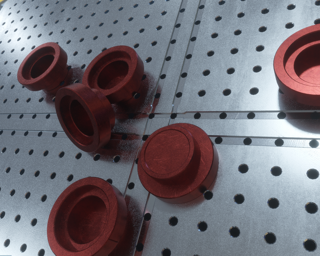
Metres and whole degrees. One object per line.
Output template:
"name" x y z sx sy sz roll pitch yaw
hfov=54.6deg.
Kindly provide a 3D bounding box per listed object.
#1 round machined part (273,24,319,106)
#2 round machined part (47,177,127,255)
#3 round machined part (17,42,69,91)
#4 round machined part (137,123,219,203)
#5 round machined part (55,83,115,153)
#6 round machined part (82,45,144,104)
"round machined part" 0.180 -0.065 0.343 0.098 0.042 0.098 -13 56 21
"round machined part" -0.082 0.112 0.373 0.098 0.042 0.098 -13 56 20
"round machined part" -0.211 -0.108 0.577 0.098 0.042 0.098 -13 56 21
"round machined part" 0.016 0.036 0.368 0.098 0.042 0.098 -13 56 21
"round machined part" -0.102 -0.018 0.440 0.098 0.097 0.042 21 38 36
"round machined part" -0.068 -0.077 0.481 0.098 0.042 0.098 -13 56 21
